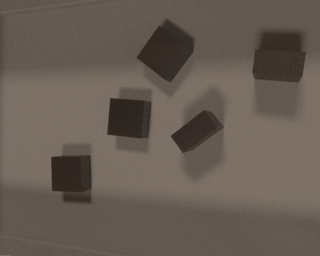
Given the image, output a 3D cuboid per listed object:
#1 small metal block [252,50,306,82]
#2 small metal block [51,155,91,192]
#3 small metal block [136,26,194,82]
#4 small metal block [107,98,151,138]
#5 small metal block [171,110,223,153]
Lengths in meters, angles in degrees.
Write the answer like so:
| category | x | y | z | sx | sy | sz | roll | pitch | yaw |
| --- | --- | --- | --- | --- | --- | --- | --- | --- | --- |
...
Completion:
| category | x | y | z | sx | sy | sz | roll | pitch | yaw |
| --- | --- | --- | --- | --- | --- | --- | --- | --- | --- |
| small metal block | 0.133 | -0.069 | 0.350 | 0.050 | 0.050 | 0.025 | 8 | 93 | 19 |
| small metal block | -0.130 | 0.066 | 0.455 | 0.050 | 0.025 | 0.050 | -2 | 89 | 19 |
| small metal block | 0.007 | -0.096 | 0.407 | 0.050 | 0.025 | 0.050 | 40 | 102 | 15 |
| small metal block | -0.042 | -0.013 | 0.424 | 0.050 | 0.025 | 0.050 | 6 | 92 | 19 |
| small metal block | 0.047 | 0.004 | 0.380 | 0.050 | 0.050 | 0.025 | -39 | 78 | 16 |
